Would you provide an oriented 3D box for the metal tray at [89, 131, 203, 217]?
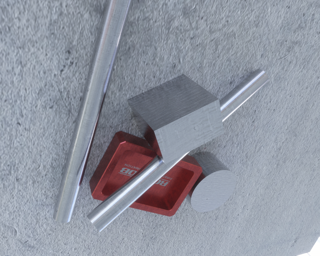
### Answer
[{"bbox_3d":[-0.018,0.067,0.424,0.131,0.030,0.090,22,107,-28],"label":"metal tray"}]

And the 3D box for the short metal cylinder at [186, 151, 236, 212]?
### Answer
[{"bbox_3d":[0.071,0.084,0.483,0.081,0.050,0.079,-14,125,-21],"label":"short metal cylinder"}]

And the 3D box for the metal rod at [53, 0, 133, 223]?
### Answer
[{"bbox_3d":[-0.081,-0.014,0.354,0.025,0.025,0.298,6,116,-32],"label":"metal rod"}]

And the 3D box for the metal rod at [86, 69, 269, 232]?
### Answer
[{"bbox_3d":[0.035,0.017,0.397,0.301,0.025,0.025,-40,131,-18],"label":"metal rod"}]

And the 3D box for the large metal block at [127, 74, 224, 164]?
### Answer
[{"bbox_3d":[0.018,-0.014,0.374,0.080,0.080,0.050,-26,128,-12],"label":"large metal block"}]
